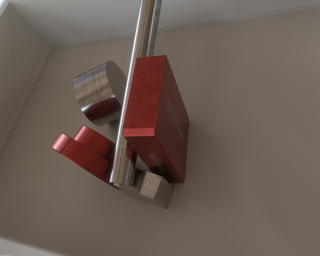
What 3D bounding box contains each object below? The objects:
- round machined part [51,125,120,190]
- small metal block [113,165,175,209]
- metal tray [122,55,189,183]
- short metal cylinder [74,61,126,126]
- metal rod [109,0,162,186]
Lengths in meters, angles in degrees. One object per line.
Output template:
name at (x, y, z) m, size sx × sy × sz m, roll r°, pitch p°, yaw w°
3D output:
round machined part at (-0.078, 0.032, 0.378) m, size 0.098 × 0.098 × 0.042 m, roll 23°, pitch 75°, yaw 36°
small metal block at (-0.017, 0.067, 0.352) m, size 0.050 × 0.050 × 0.025 m, roll 14°, pitch 69°, yaw 24°
metal tray at (0.003, -0.003, 0.336) m, size 0.030 × 0.130 × 0.090 m, roll -2°, pitch 61°, yaw 16°
short metal cylinder at (-0.076, -0.048, 0.438) m, size 0.050 × 0.080 × 0.080 m, roll -22°, pitch 54°, yaw 15°
metal rod at (-0.020, -0.086, 0.356) m, size 0.025 × 0.025 × 0.299 m, roll 1°, pitch 75°, yaw 28°
